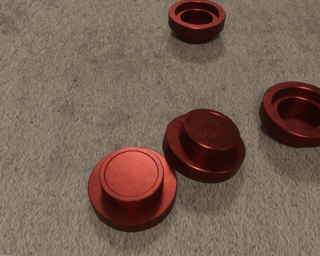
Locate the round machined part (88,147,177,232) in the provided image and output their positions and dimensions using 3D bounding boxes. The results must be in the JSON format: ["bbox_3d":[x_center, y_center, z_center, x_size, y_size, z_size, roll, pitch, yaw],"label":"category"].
[{"bbox_3d":[-0.030,0.060,0.342,0.099,0.042,0.098,0,50,0],"label":"round machined part"}]

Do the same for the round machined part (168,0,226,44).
[{"bbox_3d":[0.064,-0.185,0.549,0.099,0.042,0.098,0,50,0],"label":"round machined part"}]

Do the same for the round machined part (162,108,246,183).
[{"bbox_3d":[0.055,0.014,0.368,0.099,0.042,0.098,9,42,-8],"label":"round machined part"}]

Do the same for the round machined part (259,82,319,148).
[{"bbox_3d":[0.180,-0.013,0.406,0.099,0.042,0.098,0,50,0],"label":"round machined part"}]
